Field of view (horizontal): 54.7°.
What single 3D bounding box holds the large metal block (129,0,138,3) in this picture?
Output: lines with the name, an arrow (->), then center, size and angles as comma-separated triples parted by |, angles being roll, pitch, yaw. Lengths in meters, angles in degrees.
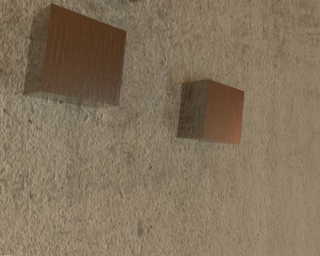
large metal block -> -0.022, -0.202, 0.350 | 0.050, 0.080, 0.080 | 13, 82, -39

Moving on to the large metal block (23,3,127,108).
large metal block -> -0.086, -0.067, 0.316 | 0.081, 0.050, 0.080 | 9, 85, -40

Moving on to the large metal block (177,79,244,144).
large metal block -> 0.075, -0.020, 0.451 | 0.081, 0.050, 0.080 | 9, 84, -40
